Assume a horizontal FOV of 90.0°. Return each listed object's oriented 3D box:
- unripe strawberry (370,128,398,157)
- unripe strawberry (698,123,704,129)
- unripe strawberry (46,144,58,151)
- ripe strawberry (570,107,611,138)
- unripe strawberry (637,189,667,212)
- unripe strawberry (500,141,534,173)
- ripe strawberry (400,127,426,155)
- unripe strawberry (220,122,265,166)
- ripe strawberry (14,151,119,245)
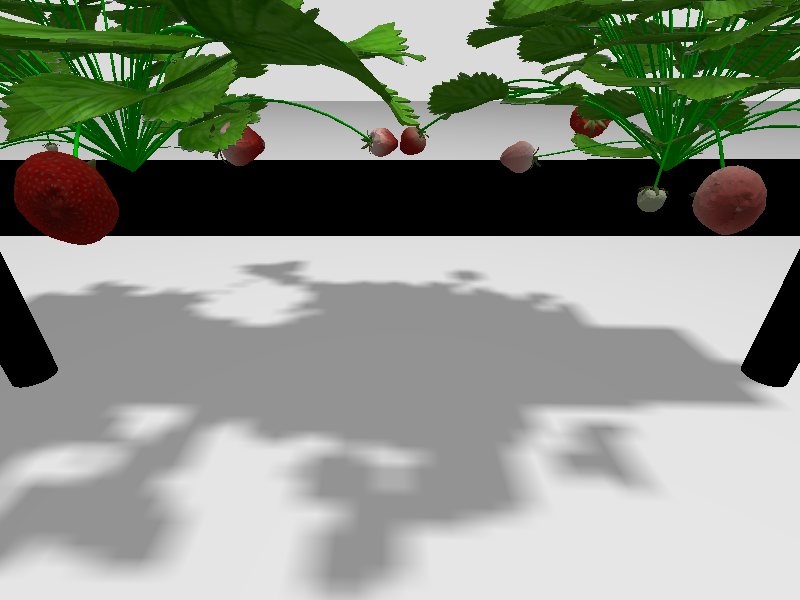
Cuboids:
[{"bbox_3d":[-0.016,-0.156,0.396,0.028,0.027,0.030,-4,28,-20],"label":"unripe strawberry"},{"bbox_3d":[0.360,-0.208,0.476,0.009,0.010,0.010,21,34,34],"label":"unripe strawberry"},{"bbox_3d":[-0.334,-0.145,0.385,0.010,0.010,0.009,14,31,25],"label":"unripe strawberry"},{"bbox_3d":[0.253,-0.239,0.536,0.050,0.045,0.045,3,17,6],"label":"ripe strawberry"},{"bbox_3d":[0.140,-0.056,0.224,0.014,0.013,0.013,17,15,29],"label":"unripe strawberry"},{"bbox_3d":[0.095,-0.117,0.328,0.026,0.025,0.024,-2,28,-2],"label":"unripe strawberry"},{"bbox_3d":[0.012,-0.164,0.419,0.028,0.028,0.026,-37,5,36],"label":"ripe strawberry"},{"bbox_3d":[-0.137,-0.136,0.348,0.037,0.037,0.041,-6,28,-12],"label":"unripe strawberry"},{"bbox_3d":[-0.140,-0.041,0.168,0.034,0.039,0.037,-12,33,-22],"label":"ripe strawberry"}]
